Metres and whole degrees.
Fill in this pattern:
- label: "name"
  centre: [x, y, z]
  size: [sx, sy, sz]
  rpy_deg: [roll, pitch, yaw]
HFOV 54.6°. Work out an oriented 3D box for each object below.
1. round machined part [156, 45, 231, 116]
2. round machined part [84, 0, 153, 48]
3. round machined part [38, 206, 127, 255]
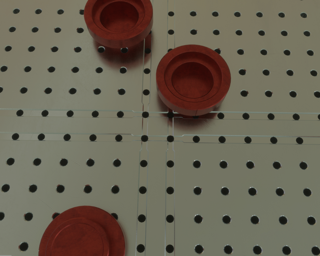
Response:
- label: "round machined part"
  centre: [0.044, -0.061, 0.425]
  size: [0.099, 0.042, 0.098]
  rpy_deg: [0, 70, 0]
- label: "round machined part"
  centre: [-0.059, -0.159, 0.461]
  size: [0.099, 0.042, 0.098]
  rpy_deg: [0, 70, 0]
- label: "round machined part"
  centre: [-0.089, 0.138, 0.352]
  size: [0.099, 0.042, 0.098]
  rpy_deg: [0, 70, 0]
